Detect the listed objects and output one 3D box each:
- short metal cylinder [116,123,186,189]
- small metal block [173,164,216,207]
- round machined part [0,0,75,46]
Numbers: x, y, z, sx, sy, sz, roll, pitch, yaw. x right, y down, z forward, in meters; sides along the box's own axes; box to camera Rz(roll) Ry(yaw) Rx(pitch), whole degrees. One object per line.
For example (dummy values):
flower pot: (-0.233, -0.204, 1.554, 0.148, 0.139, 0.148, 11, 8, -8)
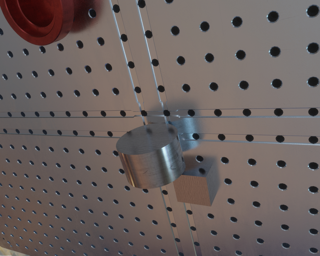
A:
short metal cylinder: (-0.011, 0.034, 0.403, 0.080, 0.080, 0.050, 0, 118, 28)
small metal block: (0.048, 0.079, 0.435, 0.050, 0.025, 0.050, 2, 119, 27)
round machined part: (-0.146, -0.155, 0.381, 0.098, 0.042, 0.097, 13, 124, 20)
